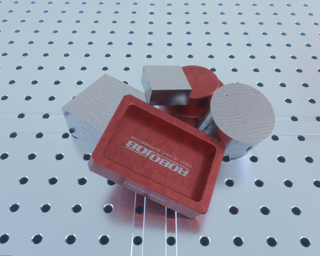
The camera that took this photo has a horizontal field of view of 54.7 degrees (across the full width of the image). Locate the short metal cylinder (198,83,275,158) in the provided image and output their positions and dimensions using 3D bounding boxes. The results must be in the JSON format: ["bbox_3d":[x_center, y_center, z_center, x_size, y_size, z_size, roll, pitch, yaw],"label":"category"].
[{"bbox_3d":[0.093,-0.009,0.384,0.081,0.050,0.080,5,64,-10],"label":"short metal cylinder"}]

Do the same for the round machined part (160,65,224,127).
[{"bbox_3d":[0.047,-0.052,0.440,0.099,0.042,0.098,0,50,0],"label":"round machined part"}]

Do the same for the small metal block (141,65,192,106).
[{"bbox_3d":[0.007,-0.055,0.393,0.050,0.025,0.050,-3,46,-17],"label":"small metal block"}]

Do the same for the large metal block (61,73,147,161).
[{"bbox_3d":[-0.065,-0.016,0.404,0.080,0.050,0.080,29,56,22],"label":"large metal block"}]

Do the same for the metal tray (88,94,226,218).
[{"bbox_3d":[0.000,0.030,0.341,0.131,0.030,0.090,27,59,-6],"label":"metal tray"}]
